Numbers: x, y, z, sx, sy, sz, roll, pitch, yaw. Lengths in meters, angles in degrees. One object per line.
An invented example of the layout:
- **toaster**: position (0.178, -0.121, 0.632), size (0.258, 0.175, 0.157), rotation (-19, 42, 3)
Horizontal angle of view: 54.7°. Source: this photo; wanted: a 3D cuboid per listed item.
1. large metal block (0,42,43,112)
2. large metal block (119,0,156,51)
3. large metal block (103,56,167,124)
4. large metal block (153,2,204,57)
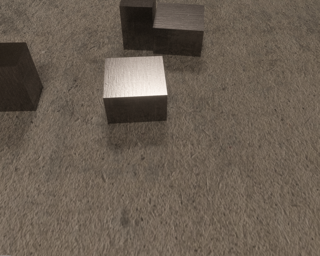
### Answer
- **large metal block**: position (-0.216, -0.068, 0.421), size (0.081, 0.080, 0.050), rotation (-2, 50, -2)
- **large metal block**: position (-0.034, -0.189, 0.526), size (0.050, 0.080, 0.080), rotation (3, 50, 2)
- **large metal block**: position (-0.034, -0.054, 0.432), size (0.081, 0.050, 0.080), rotation (-3, 50, -3)
- **large metal block**: position (0.033, -0.169, 0.530), size (0.080, 0.050, 0.080), rotation (5, 50, 3)
